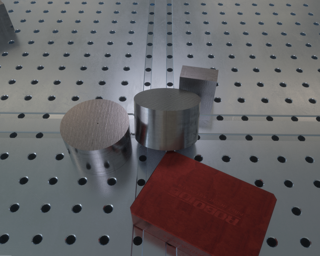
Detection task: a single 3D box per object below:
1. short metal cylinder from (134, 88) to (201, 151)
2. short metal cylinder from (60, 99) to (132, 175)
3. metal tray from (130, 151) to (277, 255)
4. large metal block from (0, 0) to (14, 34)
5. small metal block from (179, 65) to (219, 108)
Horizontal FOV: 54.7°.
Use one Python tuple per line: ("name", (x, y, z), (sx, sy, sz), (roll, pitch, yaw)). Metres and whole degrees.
("short metal cylinder", (0.008, -0.013, 0.384), (0.081, 0.050, 0.080), (1, 25, 0))
("short metal cylinder", (-0.076, 0.010, 0.382), (0.080, 0.050, 0.080), (0, 50, 0))
("metal tray", (0.046, 0.087, 0.331), (0.130, 0.030, 0.090), (23, 53, 18))
("large metal block", (-0.329, -0.206, 0.562), (0.081, 0.050, 0.080), (-31, 57, -24))
("small metal block", (0.054, -0.059, 0.441), (0.050, 0.050, 0.025), (9, 51, 7))
